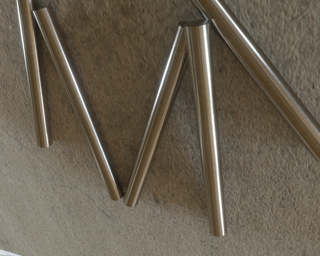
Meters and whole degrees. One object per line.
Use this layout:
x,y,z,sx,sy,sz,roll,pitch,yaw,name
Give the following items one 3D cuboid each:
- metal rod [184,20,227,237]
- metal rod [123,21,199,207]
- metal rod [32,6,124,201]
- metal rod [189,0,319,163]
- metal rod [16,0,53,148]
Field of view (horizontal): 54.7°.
0.061,0.024,0.376,0.025,0.025,0.298,5,125,25,metal rod
-0.008,0.006,0.413,0.025,0.025,0.298,27,128,10,metal rod
-0.109,-0.019,0.449,0.025,0.025,0.298,-3,117,29,metal rod
0.081,-0.084,0.311,0.300,0.025,0.025,49,128,-7,metal rod
-0.178,-0.096,0.438,0.025,0.025,0.298,19,126,16,metal rod
